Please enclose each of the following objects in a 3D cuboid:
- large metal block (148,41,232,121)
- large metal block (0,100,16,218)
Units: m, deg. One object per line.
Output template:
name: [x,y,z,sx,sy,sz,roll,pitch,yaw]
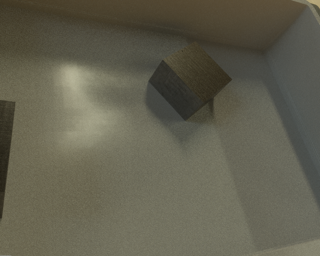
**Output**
large metal block: [0.045,-0.070,0.456,0.080,0.050,0.080,48,51,5]
large metal block: [-0.159,0.028,0.267,0.050,0.080,0.080,7,59,-25]
